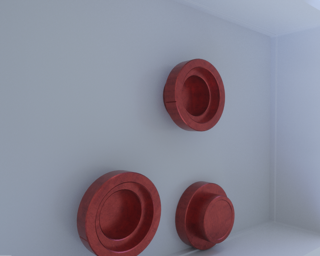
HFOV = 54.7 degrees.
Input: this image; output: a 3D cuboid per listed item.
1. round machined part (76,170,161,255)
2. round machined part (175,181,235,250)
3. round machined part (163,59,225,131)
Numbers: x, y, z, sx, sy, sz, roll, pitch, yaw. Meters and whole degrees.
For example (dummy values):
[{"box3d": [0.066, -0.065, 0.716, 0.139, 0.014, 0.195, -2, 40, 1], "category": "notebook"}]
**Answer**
[{"box3d": [-0.050, 0.097, 0.354, 0.099, 0.042, 0.097, 0, 90, -40], "category": "round machined part"}, {"box3d": [0.073, 0.130, 0.457, 0.099, 0.042, 0.097, 0, 90, -40], "category": "round machined part"}, {"box3d": [0.043, -0.044, 0.431, 0.099, 0.042, 0.097, 0, 90, -40], "category": "round machined part"}]
